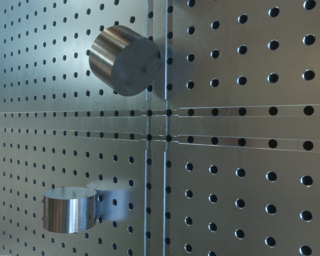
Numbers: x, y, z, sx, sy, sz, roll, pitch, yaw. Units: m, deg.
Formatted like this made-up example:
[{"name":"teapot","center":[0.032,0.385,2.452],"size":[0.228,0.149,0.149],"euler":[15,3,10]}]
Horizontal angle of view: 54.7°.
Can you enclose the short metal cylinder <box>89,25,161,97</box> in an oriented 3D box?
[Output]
[{"name":"short metal cylinder","center":[-0.046,-0.089,0.411],"size":[0.050,0.081,0.079],"euler":[38,114,33]}]

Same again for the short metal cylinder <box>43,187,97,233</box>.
[{"name":"short metal cylinder","center":[-0.142,0.127,0.491],"size":[0.080,0.081,0.050],"euler":[4,93,40]}]
